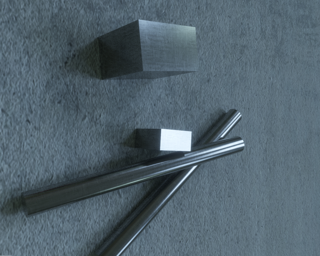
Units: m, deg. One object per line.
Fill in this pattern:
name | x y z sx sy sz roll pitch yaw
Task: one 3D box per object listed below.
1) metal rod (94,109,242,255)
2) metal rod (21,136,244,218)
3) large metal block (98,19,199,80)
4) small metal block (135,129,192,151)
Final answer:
metal rod | 0.029 0.065 0.431 0.302 0.025 0.025 -42 116 -32
metal rod | -0.007 0.049 0.381 0.303 0.025 0.025 -11 98 -34
large metal block | -0.014 -0.086 0.359 0.081 0.080 0.050 -9 96 -40
small metal block | 0.004 0.015 0.394 0.050 0.050 0.025 5 87 -40
